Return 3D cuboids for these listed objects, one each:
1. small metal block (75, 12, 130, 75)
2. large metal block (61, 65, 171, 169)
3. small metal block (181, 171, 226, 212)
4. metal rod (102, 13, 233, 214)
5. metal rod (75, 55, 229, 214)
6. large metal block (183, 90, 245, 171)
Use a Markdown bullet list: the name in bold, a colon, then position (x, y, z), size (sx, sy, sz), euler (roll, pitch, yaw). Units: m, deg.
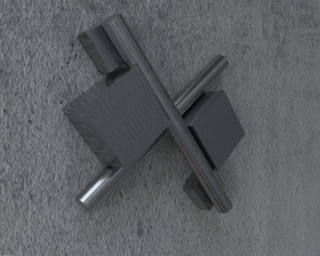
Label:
- **small metal block**: position (-0.059, -0.097, 0.357), size (0.050, 0.025, 0.050), euler (-45, 117, -31)
- **large metal block**: position (-0.046, -0.013, 0.349), size (0.080, 0.050, 0.080), euler (-45, 117, -31)
- **small metal block**: position (0.066, 0.087, 0.462), size (0.050, 0.025, 0.050), euler (-51, 120, -28)
- **metal rod**: position (0.021, 0.000, 0.390), size (0.025, 0.025, 0.299), euler (-47, 118, -30)
- **metal rod**: position (0.007, -0.010, 0.412), size (0.301, 0.025, 0.025), euler (-46, 118, -30)
- **large metal block**: position (0.069, 0.003, 0.447), size (0.080, 0.050, 0.080), euler (-47, 118, -30)
